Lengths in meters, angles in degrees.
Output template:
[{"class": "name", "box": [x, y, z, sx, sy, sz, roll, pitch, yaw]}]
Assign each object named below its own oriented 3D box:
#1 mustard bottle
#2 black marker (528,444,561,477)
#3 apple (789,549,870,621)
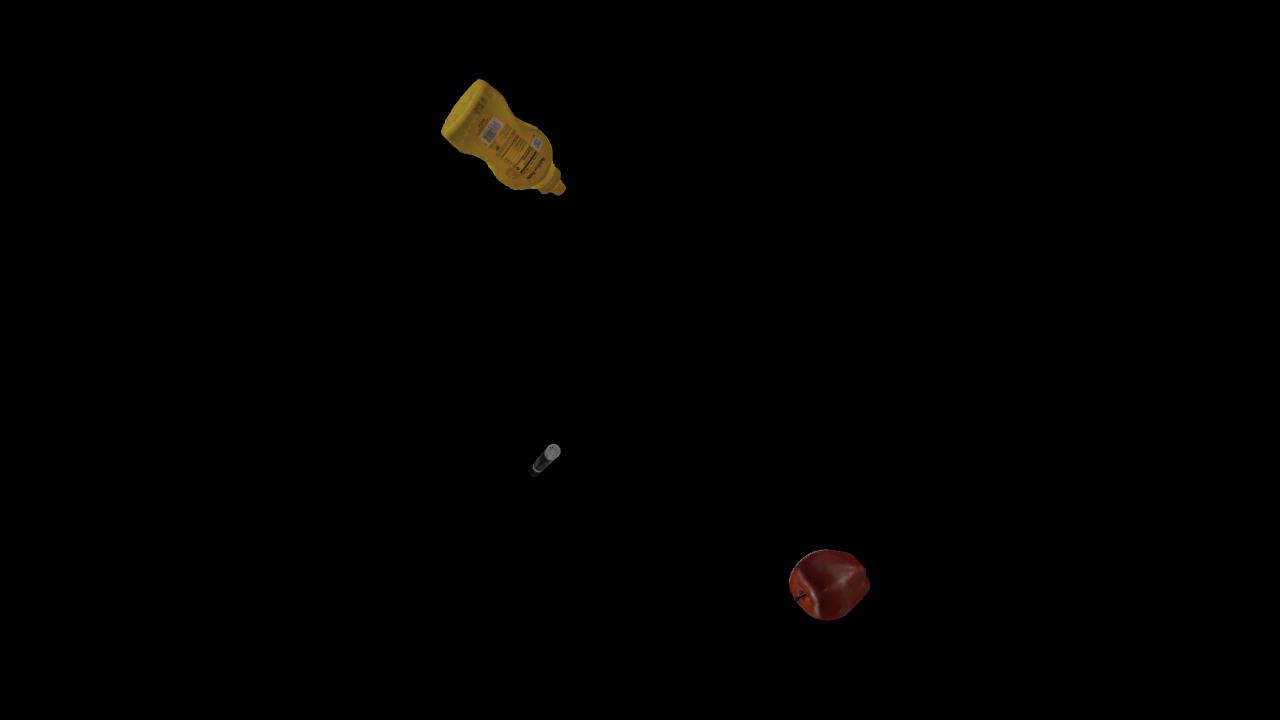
[{"class": "mustard bottle", "box": [-0.170, -0.283, 0.839, 0.184, 0.092, 0.054, 33, 2, -43]}, {"class": "black marker", "box": [-0.132, 0.138, 0.837, 0.020, 0.020, 0.121, 0, -22, -23]}, {"class": "apple", "box": [0.224, 0.267, 0.736, 0.093, 0.079, 0.079, -16, 5, -17]}]
